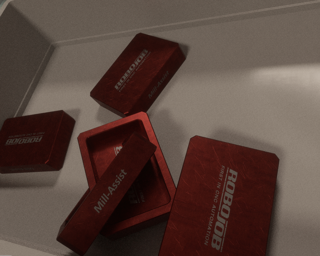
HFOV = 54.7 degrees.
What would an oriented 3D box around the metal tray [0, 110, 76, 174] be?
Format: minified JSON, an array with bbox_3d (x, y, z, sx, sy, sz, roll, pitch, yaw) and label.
[{"bbox_3d":[-0.205,0.024,0.493,0.130,0.030,0.090,-6,59,24],"label":"metal tray"}]

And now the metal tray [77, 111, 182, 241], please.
[{"bbox_3d":[-0.037,0.052,0.362,0.091,0.030,0.130,-20,61,-4],"label":"metal tray"}]

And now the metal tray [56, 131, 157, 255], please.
[{"bbox_3d":[-0.061,0.069,0.349,0.030,0.090,0.130,37,73,-7],"label":"metal tray"}]

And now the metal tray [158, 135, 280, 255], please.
[{"bbox_3d":[0.059,0.079,0.303,0.090,0.030,0.130,13,67,10],"label":"metal tray"}]

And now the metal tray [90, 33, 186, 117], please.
[{"bbox_3d":[-0.034,-0.079,0.467,0.090,0.030,0.130,28,76,37],"label":"metal tray"}]
